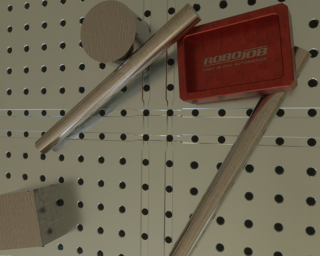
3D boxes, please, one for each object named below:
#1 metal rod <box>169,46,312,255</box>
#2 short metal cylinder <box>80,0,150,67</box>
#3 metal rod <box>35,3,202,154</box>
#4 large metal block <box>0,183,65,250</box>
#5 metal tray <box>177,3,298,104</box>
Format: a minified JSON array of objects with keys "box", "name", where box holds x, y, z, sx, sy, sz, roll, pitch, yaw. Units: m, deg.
[{"box":[0.092,0.041,0.379,0.025,0.025,0.299,31,100,17],"name":"metal rod"},{"box":[-0.059,-0.124,0.420,0.080,0.050,0.079,0,90,20],"name":"short metal cylinder"},{"box":[-0.070,-0.053,0.419,0.299,0.025,0.025,-37,78,23],"name":"metal rod"},{"box":[-0.200,0.134,0.470,0.080,0.050,0.080,-12,86,19],"name":"large metal block"},{"box":[0.086,-0.081,0.363,0.130,0.030,0.089,-6,83,30],"name":"metal tray"}]
